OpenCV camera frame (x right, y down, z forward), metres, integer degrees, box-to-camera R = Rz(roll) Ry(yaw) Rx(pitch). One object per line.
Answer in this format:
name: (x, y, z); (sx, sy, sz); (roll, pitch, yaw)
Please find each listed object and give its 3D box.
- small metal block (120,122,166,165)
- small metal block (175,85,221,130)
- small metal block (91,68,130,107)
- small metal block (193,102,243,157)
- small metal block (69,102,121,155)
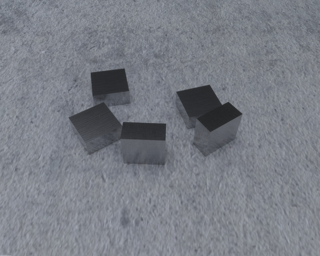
small metal block: (-0.019, 0.019, 0.371); (0.050, 0.050, 0.025); (2, 50, 1)
small metal block: (0.054, -0.030, 0.429); (0.050, 0.025, 0.050); (-13, 51, -11)
small metal block: (-0.072, -0.058, 0.451); (0.050, 0.025, 0.050); (-9, 51, -8)
small metal block: (0.071, 0.002, 0.386); (0.050, 0.050, 0.025); (-27, 56, -21)
small metal block: (-0.082, 0.000, 0.402); (0.050, 0.025, 0.050); (-27, 55, -22)
